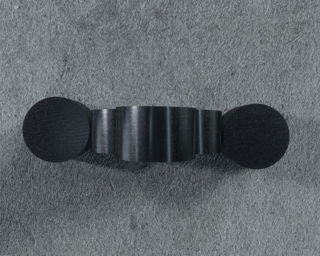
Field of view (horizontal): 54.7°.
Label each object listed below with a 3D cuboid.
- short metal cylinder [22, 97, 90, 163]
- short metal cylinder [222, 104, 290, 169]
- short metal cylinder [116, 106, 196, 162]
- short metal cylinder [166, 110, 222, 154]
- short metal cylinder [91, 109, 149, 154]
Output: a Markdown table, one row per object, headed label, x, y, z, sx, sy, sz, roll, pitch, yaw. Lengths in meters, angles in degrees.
| label | x | y | z | sx | sy | sz | roll | pitch | yaw |
| --- | --- | --- | --- | --- | --- | --- | --- | --- | --- |
| short metal cylinder | -0.125 | 0.002 | 0.397 | 0.081 | 0.050 | 0.080 | 0 | 90 | -1 |
| short metal cylinder | 0.116 | 0.010 | 0.399 | 0.081 | 0.050 | 0.080 | 0 | 91 | -1 |
| short metal cylinder | -0.004 | 0.005 | 0.314 | 0.081 | 0.080 | 0.050 | 1 | 91 | 0 |
| short metal cylinder | 0.036 | 0.005 | 0.384 | 0.081 | 0.080 | 0.050 | 0 | 89 | 0 |
| short metal cylinder | -0.044 | 0.004 | 0.383 | 0.081 | 0.080 | 0.050 | 0 | 90 | 0 |
